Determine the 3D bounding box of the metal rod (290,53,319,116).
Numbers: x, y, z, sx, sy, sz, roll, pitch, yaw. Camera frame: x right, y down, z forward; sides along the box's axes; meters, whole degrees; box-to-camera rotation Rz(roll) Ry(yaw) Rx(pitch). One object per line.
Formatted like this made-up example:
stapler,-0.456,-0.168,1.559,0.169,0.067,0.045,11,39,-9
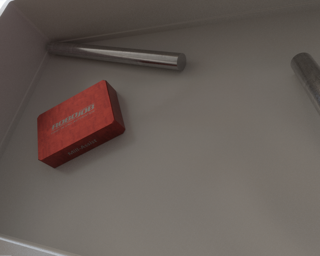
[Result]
metal rod,0.154,0.009,0.246,0.025,0.025,0.300,-17,32,18

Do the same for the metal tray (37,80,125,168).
metal tray,-0.123,-0.007,0.469,0.130,0.030,0.090,-27,53,11

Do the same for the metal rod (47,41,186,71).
metal rod,-0.090,-0.127,0.528,0.300,0.025,0.025,14,69,33
